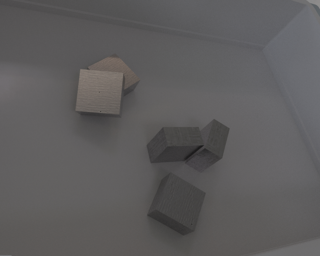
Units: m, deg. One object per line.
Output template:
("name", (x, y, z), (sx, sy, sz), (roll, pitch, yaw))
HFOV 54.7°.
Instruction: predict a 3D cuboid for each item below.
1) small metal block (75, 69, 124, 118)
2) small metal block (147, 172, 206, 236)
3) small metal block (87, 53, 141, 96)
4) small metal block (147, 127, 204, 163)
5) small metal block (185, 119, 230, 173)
("small metal block", (-0.070, -0.041, 0.371), (0.050, 0.025, 0.050), (5, 83, -1))
("small metal block", (0.020, 0.089, 0.362), (0.050, 0.025, 0.050), (32, 52, -8))
("small metal block", (-0.064, -0.065, 0.411), (0.050, 0.025, 0.050), (47, 51, 4))
("small metal block", (0.018, 0.021, 0.386), (0.050, 0.050, 0.025), (0, 62, -28))
("small metal block", (0.062, 0.024, 0.408), (0.025, 0.050, 0.050), (31, 52, -9))
